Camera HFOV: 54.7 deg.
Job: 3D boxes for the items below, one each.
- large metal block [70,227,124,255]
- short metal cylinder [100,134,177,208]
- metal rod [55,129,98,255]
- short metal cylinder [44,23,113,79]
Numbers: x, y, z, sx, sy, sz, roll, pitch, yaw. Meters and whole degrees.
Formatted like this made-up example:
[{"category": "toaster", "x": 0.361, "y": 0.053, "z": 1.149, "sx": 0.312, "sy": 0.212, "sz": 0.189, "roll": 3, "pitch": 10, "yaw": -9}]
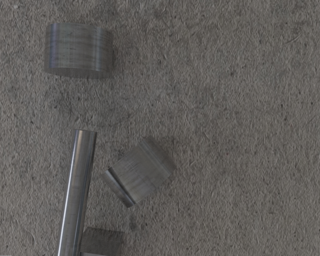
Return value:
[{"category": "large metal block", "x": -0.080, "y": 0.178, "z": 0.382, "sx": 0.050, "sy": 0.080, "sz": 0.080, "roll": 9, "pitch": 90, "yaw": 0}, {"category": "short metal cylinder", "x": -0.026, "y": 0.052, "z": 0.382, "sx": 0.080, "sy": 0.080, "sz": 0.050, "roll": -39, "pitch": 90, "yaw": 0}, {"category": "metal rod", "x": -0.101, "y": 0.150, "z": 0.329, "sx": 0.025, "sy": 0.025, "sz": 0.298, "roll": 8, "pitch": 90, "yaw": 0}, {"category": "short metal cylinder", "x": -0.099, "y": -0.092, "z": 0.382, "sx": 0.081, "sy": 0.080, "sz": 0.050, "roll": 3, "pitch": 90, "yaw": 0}]
